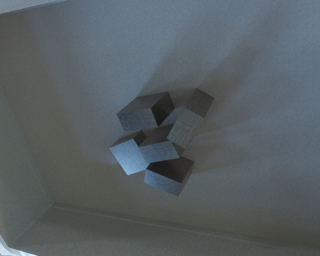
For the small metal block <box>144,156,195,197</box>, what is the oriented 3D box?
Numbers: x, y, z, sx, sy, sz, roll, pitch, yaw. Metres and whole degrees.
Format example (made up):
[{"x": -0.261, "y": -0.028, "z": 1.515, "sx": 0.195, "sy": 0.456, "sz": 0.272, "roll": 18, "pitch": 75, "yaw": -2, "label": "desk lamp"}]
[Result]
[{"x": 0.013, "y": 0.060, "z": 0.422, "sx": 0.050, "sy": 0.050, "sz": 0.025, "roll": 21, "pitch": 126, "yaw": 16, "label": "small metal block"}]

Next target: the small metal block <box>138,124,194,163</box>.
[{"x": 0.008, "y": 0.018, "z": 0.399, "sx": 0.050, "sy": 0.050, "sz": 0.025, "roll": -14, "pitch": 111, "yaw": 34, "label": "small metal block"}]

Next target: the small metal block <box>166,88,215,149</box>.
[{"x": 0.036, "y": -0.012, "z": 0.365, "sx": 0.025, "sy": 0.050, "sz": 0.050, "roll": 30, "pitch": 128, "yaw": 4, "label": "small metal block"}]

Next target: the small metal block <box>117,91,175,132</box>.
[{"x": -0.017, "y": -0.021, "z": 0.389, "sx": 0.050, "sy": 0.050, "sz": 0.025, "roll": -7, "pitch": 115, "yaw": 31, "label": "small metal block"}]

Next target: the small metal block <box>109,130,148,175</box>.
[{"x": -0.037, "y": 0.036, "z": 0.451, "sx": 0.050, "sy": 0.025, "sz": 0.050, "roll": -22, "pitch": 107, "yaw": 36, "label": "small metal block"}]
